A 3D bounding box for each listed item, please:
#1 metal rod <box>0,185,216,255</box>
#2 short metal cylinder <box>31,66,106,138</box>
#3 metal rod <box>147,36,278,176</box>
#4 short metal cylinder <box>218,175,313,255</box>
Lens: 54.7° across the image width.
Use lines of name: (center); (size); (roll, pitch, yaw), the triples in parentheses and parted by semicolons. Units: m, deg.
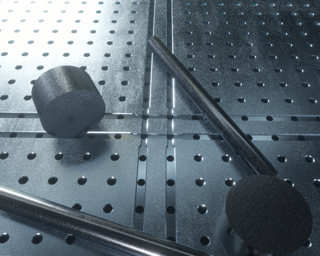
metal rod: (-0.036, 0.112, 0.312); (0.301, 0.025, 0.025); (14, 52, 11)
short metal cylinder: (-0.117, -0.033, 0.398); (0.081, 0.080, 0.050); (-22, 54, -17)
metal rod: (0.058, -0.044, 0.444); (0.025, 0.025, 0.300); (-22, 53, -17)
short metal cylinder: (0.103, 0.094, 0.313); (0.081, 0.050, 0.080); (0, 50, 0)
